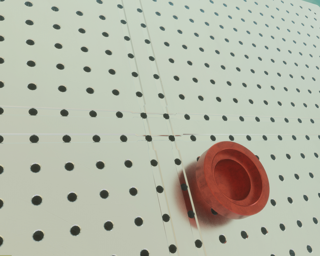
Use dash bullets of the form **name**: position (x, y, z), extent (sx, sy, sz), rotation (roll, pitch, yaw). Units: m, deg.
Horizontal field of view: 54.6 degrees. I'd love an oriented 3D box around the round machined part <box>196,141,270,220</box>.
- **round machined part**: position (0.089, 0.069, 0.402), extent (0.099, 0.042, 0.098), rotation (13, 56, -21)
